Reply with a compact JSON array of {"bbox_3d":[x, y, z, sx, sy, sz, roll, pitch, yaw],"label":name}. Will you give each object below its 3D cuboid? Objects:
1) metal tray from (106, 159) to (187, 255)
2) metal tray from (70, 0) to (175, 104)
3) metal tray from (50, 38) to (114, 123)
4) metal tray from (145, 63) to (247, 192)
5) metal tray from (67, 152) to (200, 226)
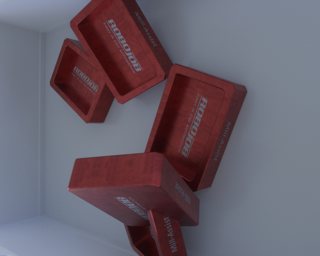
[{"bbox_3d":[-0.015,0.106,0.367,0.090,0.030,0.129,17,126,53],"label":"metal tray"},{"bbox_3d":[-0.050,-0.106,0.407,0.090,0.030,0.130,-25,100,37],"label":"metal tray"},{"bbox_3d":[-0.124,-0.077,0.502,0.130,0.030,0.089,41,114,32],"label":"metal tray"},{"bbox_3d":[0.037,-0.002,0.370,0.090,0.030,0.129,28,107,36],"label":"metal tray"},{"bbox_3d":[-0.019,0.069,0.319,0.090,0.130,0.030,-7,57,21],"label":"metal tray"}]
